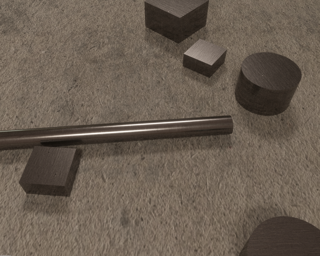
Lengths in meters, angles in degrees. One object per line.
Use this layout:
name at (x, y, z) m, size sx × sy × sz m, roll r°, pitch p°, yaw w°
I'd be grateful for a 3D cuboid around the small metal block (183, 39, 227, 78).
small metal block at (0.072, -0.113, 0.499) m, size 0.050 × 0.025 × 0.050 m, roll 29°, pitch 55°, yaw 21°

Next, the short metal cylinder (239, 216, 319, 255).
short metal cylinder at (0.114, 0.128, 0.281) m, size 0.081 × 0.050 × 0.080 m, roll 0°, pitch 50°, yaw 0°

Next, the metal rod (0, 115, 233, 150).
metal rod at (-0.058, 0.006, 0.397) m, size 0.302 × 0.025 × 0.025 m, roll -4°, pitch 50°, yaw -4°

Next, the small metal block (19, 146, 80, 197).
small metal block at (-0.126, 0.050, 0.360) m, size 0.050 × 0.025 × 0.050 m, roll 4°, pitch 50°, yaw 3°

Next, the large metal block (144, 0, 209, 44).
large metal block at (0.030, -0.207, 0.562) m, size 0.080 × 0.050 × 0.080 m, roll 35°, pitch 58°, yaw 25°

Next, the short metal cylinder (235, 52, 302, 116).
short metal cylinder at (0.152, -0.064, 0.442) m, size 0.081 × 0.050 × 0.080 m, roll 0°, pitch 50°, yaw 0°
